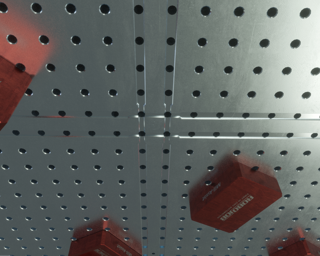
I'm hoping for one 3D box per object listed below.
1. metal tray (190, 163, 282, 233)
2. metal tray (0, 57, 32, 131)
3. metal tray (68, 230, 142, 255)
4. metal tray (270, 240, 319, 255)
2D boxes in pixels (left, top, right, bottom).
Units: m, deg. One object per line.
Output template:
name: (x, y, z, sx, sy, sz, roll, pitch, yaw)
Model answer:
metal tray: (0.121, 0.120, 0.513, 0.090, 0.030, 0.129, 24, 126, -20)
metal tray: (-0.210, -0.057, 0.316, 0.130, 0.090, 0.030, 36, 121, -27)
metal tray: (-0.108, 0.262, 0.630, 0.090, 0.030, 0.130, -26, 126, 20)
metal tray: (0.311, 0.291, 0.661, 0.130, 0.030, 0.090, 32, 123, -25)
